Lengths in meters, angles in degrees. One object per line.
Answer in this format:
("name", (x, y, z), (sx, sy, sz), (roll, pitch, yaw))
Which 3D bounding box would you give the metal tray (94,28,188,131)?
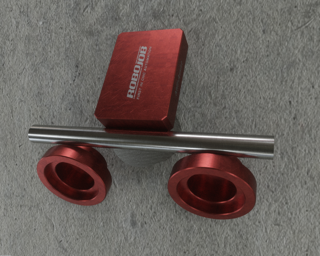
("metal tray", (-0.020, -0.062, 0.385), (0.090, 0.030, 0.130), (2, 65, 19))

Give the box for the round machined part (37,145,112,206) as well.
("round machined part", (-0.111, 0.059, 0.422), (0.098, 0.042, 0.097), (9, 131, 11))

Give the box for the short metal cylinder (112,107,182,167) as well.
("short metal cylinder", (-0.017, 0.008, 0.402), (0.080, 0.050, 0.079), (0, 90, 19))

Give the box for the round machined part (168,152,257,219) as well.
("round machined part", (0.061, 0.062, 0.360), (0.098, 0.042, 0.097), (10, 136, 11))

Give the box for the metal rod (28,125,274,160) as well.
("metal rod", (-0.026, 0.014, 0.366), (0.301, 0.025, 0.025), (3, 91, 19))
